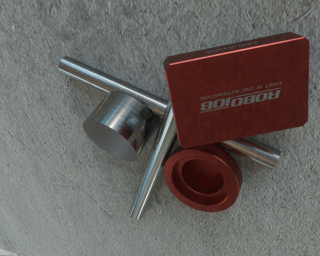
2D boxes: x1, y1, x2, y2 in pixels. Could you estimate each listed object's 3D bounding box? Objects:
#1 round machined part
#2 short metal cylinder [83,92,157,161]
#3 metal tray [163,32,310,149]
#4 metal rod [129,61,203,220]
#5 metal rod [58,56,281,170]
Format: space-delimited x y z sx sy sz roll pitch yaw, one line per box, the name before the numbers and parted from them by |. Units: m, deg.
round machined part | 0.058 0.058 0.403 0.098 0.042 0.097 13 124 21
short metal cylinder | -0.051 -0.001 0.402 0.080 0.050 0.080 25 151 15
metal tray | 0.076 -0.036 0.307 0.131 0.030 0.089 -11 116 2
metal rod | -0.003 0.041 0.412 0.025 0.025 0.298 29 135 9
metal rod | 0.002 -0.024 0.393 0.301 0.025 0.025 25 127 12
